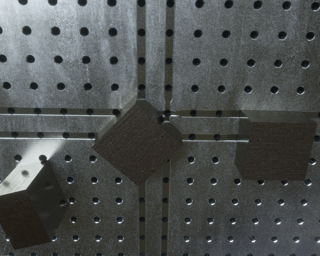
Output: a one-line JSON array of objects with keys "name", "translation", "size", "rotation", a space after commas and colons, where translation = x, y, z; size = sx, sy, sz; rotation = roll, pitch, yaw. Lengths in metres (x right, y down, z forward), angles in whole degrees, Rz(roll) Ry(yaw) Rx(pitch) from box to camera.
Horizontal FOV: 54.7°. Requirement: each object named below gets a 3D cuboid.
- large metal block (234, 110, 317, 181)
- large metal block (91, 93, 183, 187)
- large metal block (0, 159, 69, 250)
[{"name": "large metal block", "translation": [0.149, 0.022, 0.410], "size": [0.081, 0.050, 0.079], "rotation": [1, 110, -1]}, {"name": "large metal block", "translation": [-0.028, 0.015, 0.405], "size": [0.080, 0.050, 0.080], "rotation": [43, 104, -14]}, {"name": "large metal block", "translation": [-0.173, 0.101, 0.419], "size": [0.050, 0.080, 0.080], "rotation": [-14, 110, 5]}]
